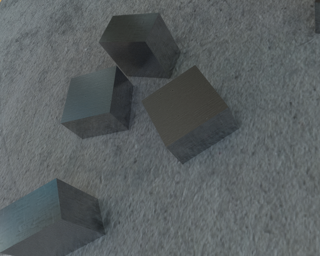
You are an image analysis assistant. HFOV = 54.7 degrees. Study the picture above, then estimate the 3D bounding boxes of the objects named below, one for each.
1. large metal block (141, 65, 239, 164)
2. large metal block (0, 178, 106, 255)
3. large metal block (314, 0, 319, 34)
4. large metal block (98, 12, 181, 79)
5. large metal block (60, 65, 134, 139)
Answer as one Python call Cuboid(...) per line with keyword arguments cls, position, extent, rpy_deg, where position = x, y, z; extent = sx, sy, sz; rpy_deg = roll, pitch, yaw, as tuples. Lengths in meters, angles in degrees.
Cuboid(cls="large metal block", position=(0.035, -0.017, 0.378), extent=(0.080, 0.050, 0.080), rpy_deg=(-33, 52, 6))
Cuboid(cls="large metal block", position=(-0.125, 0.112, 0.364), extent=(0.080, 0.080, 0.050), rpy_deg=(-30, 52, 9))
Cuboid(cls="large metal block", position=(0.237, -0.150, 0.356), extent=(0.080, 0.050, 0.080), rpy_deg=(24, 75, 36))
Cuboid(cls="large metal block", position=(-0.027, -0.118, 0.454), extent=(0.080, 0.080, 0.050), rpy_deg=(9, 66, 31))
Cuboid(cls="large metal block", position=(-0.090, -0.036, 0.455), extent=(0.080, 0.050, 0.080), rpy_deg=(-11, 57, 22))
